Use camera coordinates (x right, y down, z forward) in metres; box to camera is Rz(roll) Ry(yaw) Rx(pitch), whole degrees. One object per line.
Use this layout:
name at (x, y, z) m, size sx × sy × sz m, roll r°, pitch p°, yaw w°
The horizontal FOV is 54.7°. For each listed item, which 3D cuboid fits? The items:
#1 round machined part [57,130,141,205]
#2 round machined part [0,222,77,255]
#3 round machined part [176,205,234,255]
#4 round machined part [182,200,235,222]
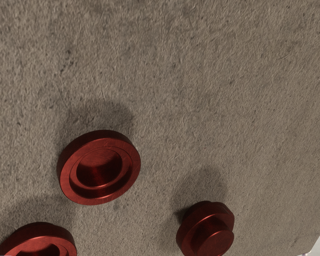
round machined part at (-0.077, 0.044, 0.382) m, size 0.099 × 0.042 × 0.097 m, roll -14°, pitch 125°, yaw -21°
round machined part at (-0.164, 0.164, 0.409) m, size 0.099 × 0.042 × 0.097 m, roll -14°, pitch 125°, yaw -21°
round machined part at (0.078, 0.174, 0.494) m, size 0.099 × 0.042 × 0.097 m, roll -14°, pitch 124°, yaw -21°
round machined part at (0.078, 0.167, 0.545) m, size 0.099 × 0.042 × 0.097 m, roll -14°, pitch 124°, yaw -21°
